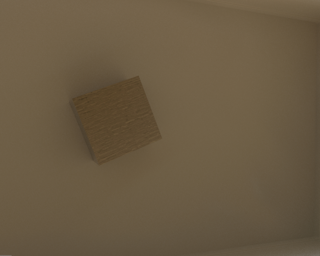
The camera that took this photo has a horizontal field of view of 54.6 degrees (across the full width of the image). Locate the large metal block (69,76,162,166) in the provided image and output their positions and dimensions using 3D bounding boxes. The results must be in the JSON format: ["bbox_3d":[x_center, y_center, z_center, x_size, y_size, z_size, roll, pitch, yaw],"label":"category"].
[{"bbox_3d":[-0.055,-0.010,0.377,0.081,0.050,0.080,-23,98,-19],"label":"large metal block"}]
